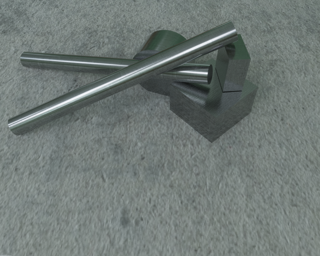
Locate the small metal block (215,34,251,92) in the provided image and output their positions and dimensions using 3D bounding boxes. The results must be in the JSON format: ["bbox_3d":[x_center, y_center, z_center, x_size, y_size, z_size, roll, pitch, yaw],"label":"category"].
[{"bbox_3d":[0.090,-0.082,0.390,0.025,0.050,0.050,-4,51,-3],"label":"small metal block"}]

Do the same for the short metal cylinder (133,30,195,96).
[{"bbox_3d":[0.005,-0.093,0.449,0.080,0.080,0.050,16,52,13],"label":"short metal cylinder"}]

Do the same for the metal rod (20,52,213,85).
[{"bbox_3d":[-0.076,-0.088,0.441,0.301,0.025,0.025,9,50,22],"label":"metal rod"}]

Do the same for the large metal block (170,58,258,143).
[{"bbox_3d":[0.070,-0.039,0.421,0.080,0.050,0.080,-35,58,-25],"label":"large metal block"}]

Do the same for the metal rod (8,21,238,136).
[{"bbox_3d":[-0.051,-0.058,0.384,0.301,0.025,0.025,-22,51,8],"label":"metal rod"}]
